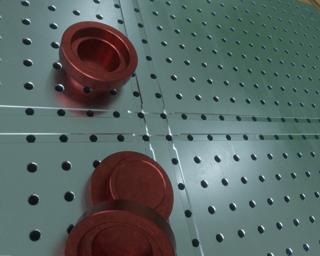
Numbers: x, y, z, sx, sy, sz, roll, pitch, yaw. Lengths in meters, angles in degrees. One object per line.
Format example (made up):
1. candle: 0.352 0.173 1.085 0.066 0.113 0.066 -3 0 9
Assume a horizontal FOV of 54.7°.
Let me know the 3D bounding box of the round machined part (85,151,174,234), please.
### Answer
1. round machined part: -0.028 0.069 0.341 0.099 0.042 0.098 14 56 -21

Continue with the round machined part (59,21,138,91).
1. round machined part: -0.083 -0.089 0.408 0.099 0.042 0.098 14 56 -21

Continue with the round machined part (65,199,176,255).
1. round machined part: -0.034 0.110 0.290 0.098 0.098 0.042 36 15 -5
